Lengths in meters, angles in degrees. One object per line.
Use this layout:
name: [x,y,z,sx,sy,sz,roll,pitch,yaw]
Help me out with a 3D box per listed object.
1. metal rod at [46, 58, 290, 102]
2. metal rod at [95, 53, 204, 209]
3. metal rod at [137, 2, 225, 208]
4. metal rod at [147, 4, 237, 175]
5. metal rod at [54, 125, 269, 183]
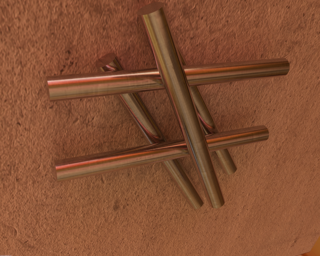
metal rod: [0.029,-0.060,0.357,0.303,0.025,0.025,-9,123,-24]
metal rod: [0.002,0.026,0.426,0.025,0.025,0.299,-35,129,-5]
metal rod: [0.038,0.001,0.367,0.025,0.025,0.299,-31,129,-9]
metal rod: [0.052,-0.029,0.420,0.025,0.025,0.299,-37,130,-4]
metal rod: [0.020,0.028,0.406,0.303,0.025,0.025,-9,122,-24]
